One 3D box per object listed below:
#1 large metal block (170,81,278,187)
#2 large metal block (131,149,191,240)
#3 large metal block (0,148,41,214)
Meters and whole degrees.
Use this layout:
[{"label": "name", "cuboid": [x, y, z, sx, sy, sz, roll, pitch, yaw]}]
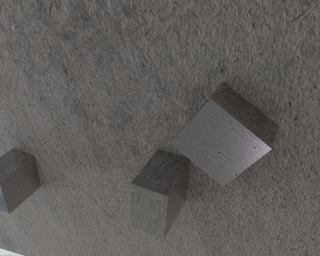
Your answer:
[{"label": "large metal block", "cuboid": [0.073, 0.008, 0.357, 0.080, 0.050, 0.080, 40, 129, 1]}, {"label": "large metal block", "cuboid": [0.002, 0.089, 0.425, 0.050, 0.080, 0.079, 16, 125, 19]}, {"label": "large metal block", "cuboid": [-0.277, 0.097, 0.578, 0.050, 0.080, 0.079, 17, 125, 19]}]
